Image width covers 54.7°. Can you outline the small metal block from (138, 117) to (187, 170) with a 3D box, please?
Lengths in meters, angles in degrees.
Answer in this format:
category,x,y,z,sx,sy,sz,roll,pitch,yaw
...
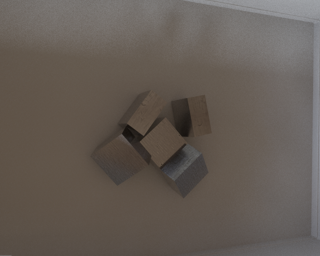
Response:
category,x,y,z,sx,sy,sz,roll,pitch,yaw
small metal block,0.001,0.021,0.410,0.050,0.025,0.050,-44,104,-15

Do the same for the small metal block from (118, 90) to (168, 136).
category,x,y,z,sx,sy,sz,roll,pitch,yaw
small metal block,-0.023,-0.018,0.387,0.025,0.050,0.050,38,78,-16

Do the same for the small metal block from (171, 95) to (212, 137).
category,x,y,z,sx,sy,sz,roll,pitch,yaw
small metal block,0.041,-0.015,0.411,0.025,0.050,0.050,-12,94,-21

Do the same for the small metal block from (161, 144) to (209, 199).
category,x,y,z,sx,sy,sz,roll,pitch,yaw
small metal block,0.034,0.057,0.409,0.050,0.025,0.050,-43,141,-15

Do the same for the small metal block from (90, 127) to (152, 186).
category,x,y,z,sx,sy,sz,roll,pitch,yaw
small metal block,-0.047,0.035,0.380,0.050,0.025,0.050,-35,104,17
